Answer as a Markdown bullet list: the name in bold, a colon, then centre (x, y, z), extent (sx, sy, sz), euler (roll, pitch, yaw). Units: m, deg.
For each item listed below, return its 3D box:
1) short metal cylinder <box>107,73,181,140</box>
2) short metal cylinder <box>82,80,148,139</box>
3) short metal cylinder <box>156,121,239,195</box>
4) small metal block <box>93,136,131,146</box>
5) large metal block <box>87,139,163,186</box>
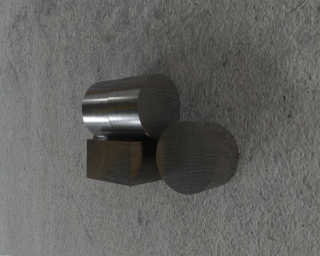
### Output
- **short metal cylinder**: centre (-0.018, -0.026, 0.386), extent (0.050, 0.081, 0.079), euler (1, 91, 40)
- **short metal cylinder**: centre (-0.057, -0.025, 0.418), extent (0.050, 0.081, 0.079), euler (1, 91, 40)
- **short metal cylinder**: centre (0.043, 0.032, 0.355), extent (0.080, 0.050, 0.079), euler (0, 90, 40)
- **small metal block**: centre (-0.077, 0.025, 0.471), extent (0.050, 0.025, 0.050), euler (45, 117, 30)
- **large metal block**: centre (-0.037, 0.040, 0.402), extent (0.080, 0.081, 0.050), euler (1, 91, 40)
